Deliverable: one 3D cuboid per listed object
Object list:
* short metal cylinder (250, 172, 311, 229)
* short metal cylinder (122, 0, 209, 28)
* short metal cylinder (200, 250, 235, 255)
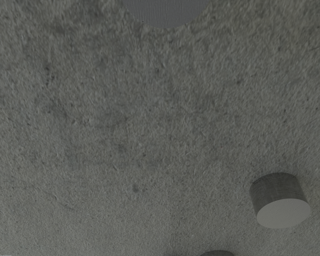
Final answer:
[{"bbox_3d":[0.189,0.116,0.493,0.081,0.050,0.079,0,130,0],"label":"short metal cylinder"},{"bbox_3d":[0.005,-0.137,0.274,0.081,0.050,0.079,0,130,0],"label":"short metal cylinder"},{"bbox_3d":[0.122,0.300,0.648,0.081,0.050,0.079,0,130,0],"label":"short metal cylinder"}]
